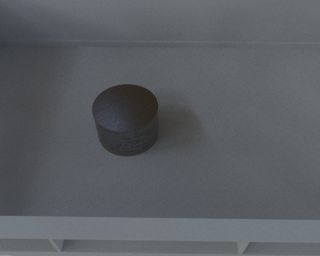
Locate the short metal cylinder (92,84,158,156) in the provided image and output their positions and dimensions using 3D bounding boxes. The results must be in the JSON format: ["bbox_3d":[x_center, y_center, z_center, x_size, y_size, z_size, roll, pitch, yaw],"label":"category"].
[{"bbox_3d":[-0.042,-0.011,0.398,0.080,0.050,0.080,0,50,0],"label":"short metal cylinder"}]
